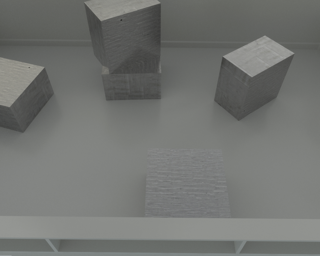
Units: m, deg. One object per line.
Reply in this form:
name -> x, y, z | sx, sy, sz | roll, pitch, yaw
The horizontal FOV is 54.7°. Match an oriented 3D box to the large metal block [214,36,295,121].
large metal block -> 0.127, -0.069, 0.429 | 0.081, 0.080, 0.050 | -29, 56, -23

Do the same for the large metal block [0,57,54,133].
large metal block -> -0.209, -0.048, 0.426 | 0.080, 0.050, 0.080 | 14, 51, 11

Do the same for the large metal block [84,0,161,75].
large metal block -> -0.047, -0.129, 0.413 | 0.081, 0.080, 0.050 | -25, 55, -20

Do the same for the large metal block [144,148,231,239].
large metal block -> 0.026, 0.069, 0.331 | 0.081, 0.050, 0.080 | 1, 50, 0

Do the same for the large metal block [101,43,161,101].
large metal block -> -0.040, -0.088, 0.462 | 0.081, 0.050, 0.080 | -2, 50, -2
